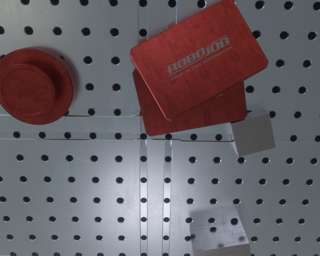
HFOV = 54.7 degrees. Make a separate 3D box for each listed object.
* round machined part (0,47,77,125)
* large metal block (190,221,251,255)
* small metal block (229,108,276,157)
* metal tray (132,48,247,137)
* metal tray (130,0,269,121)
[{"bbox_3d":[-0.158,-0.049,0.385,0.099,0.042,0.097,0,110,0],"label":"round machined part"},{"bbox_3d":[0.094,0.197,0.474,0.080,0.050,0.079,-11,110,4],"label":"large metal block"},{"bbox_3d":[0.123,0.006,0.417,0.050,0.025,0.050,-15,110,5],"label":"small metal block"},{"bbox_3d":[0.039,-0.046,0.394,0.131,0.030,0.089,-10,110,3],"label":"metal tray"},{"bbox_3d":[0.043,-0.076,0.354,0.131,0.030,0.090,-29,88,-3],"label":"metal tray"}]
